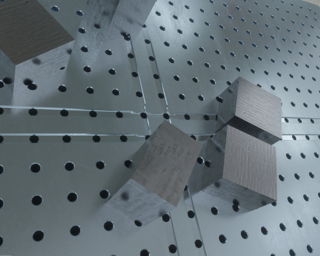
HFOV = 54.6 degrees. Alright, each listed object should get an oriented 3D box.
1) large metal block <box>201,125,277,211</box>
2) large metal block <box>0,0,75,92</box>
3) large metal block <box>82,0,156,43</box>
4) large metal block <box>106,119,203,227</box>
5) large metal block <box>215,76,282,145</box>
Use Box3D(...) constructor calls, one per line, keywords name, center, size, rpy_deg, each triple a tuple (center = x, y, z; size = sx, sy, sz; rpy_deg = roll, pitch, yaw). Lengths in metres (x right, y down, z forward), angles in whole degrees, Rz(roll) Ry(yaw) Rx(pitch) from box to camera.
Box3D(name="large metal block", center=(0.107, 0.054, 0.416), size=(0.080, 0.050, 0.080), rpy_deg=(24, 53, -14))
Box3D(name="large metal block", center=(-0.163, -0.102, 0.366), size=(0.080, 0.050, 0.080), rpy_deg=(46, 51, 4))
Box3D(name="large metal block", center=(-0.057, -0.179, 0.451), size=(0.081, 0.080, 0.050), rpy_deg=(-33, 81, -38))
Box3D(name="large metal block", center=(-0.006, 0.051, 0.338), size=(0.050, 0.080, 0.080), rpy_deg=(34, 51, -6))
Box3D(name="large metal block", center=(0.137, -0.020, 0.477), size=(0.080, 0.050, 0.080), rpy_deg=(25, 53, -13))
